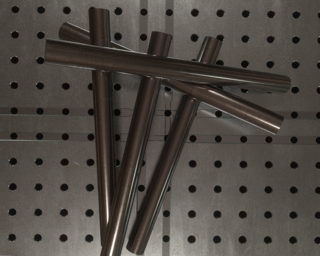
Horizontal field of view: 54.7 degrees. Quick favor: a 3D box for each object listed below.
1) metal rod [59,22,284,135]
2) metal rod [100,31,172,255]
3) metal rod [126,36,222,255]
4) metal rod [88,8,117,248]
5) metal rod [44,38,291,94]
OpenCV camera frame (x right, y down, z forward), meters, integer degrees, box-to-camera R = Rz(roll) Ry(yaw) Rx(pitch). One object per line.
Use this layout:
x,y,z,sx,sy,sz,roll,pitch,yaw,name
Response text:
0.008,-0.066,0.393,0.301,0.025,0.025,25,90,7,metal rod
-0.032,0.034,0.377,0.025,0.025,0.298,13,95,-1,metal rod
0.019,0.023,0.413,0.025,0.025,0.299,21,90,-1,metal rod
-0.070,0.007,0.392,0.025,0.025,0.298,-1,98,-1,metal rod
0.029,-0.066,0.356,0.303,0.025,0.025,3,90,-24,metal rod
